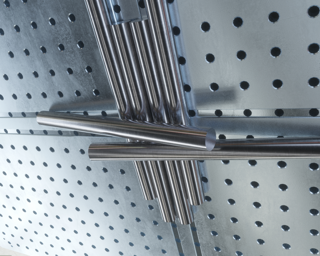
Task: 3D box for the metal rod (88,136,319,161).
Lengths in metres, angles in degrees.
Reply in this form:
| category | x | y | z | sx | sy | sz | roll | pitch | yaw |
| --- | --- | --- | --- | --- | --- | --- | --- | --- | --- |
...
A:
| category | x | y | z | sx | sy | sz | roll | pitch | yaw |
| --- | --- | --- | --- | --- | --- | --- | --- | --- | --- |
| metal rod | 0.050 | 0.027 | 0.375 | 0.301 | 0.025 | 0.025 | -2 | 118 | 19 |

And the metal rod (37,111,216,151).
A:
| category | x | y | z | sx | sy | sz | roll | pitch | yaw |
| --- | --- | --- | --- | --- | --- | --- | --- | --- | --- |
| metal rod | -0.067 | -0.002 | 0.416 | 0.300 | 0.025 | 0.025 | 7 | 122 | 35 |

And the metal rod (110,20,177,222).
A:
| category | x | y | z | sx | sy | sz | roll | pitch | yaw |
| --- | --- | --- | --- | --- | --- | --- | --- | --- | --- |
| metal rod | -0.015 | 0.009 | 0.424 | 0.025 | 0.025 | 0.298 | 1 | 119 | 28 |

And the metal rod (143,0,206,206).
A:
| category | x | y | z | sx | sy | sz | roll | pitch | yaw |
| --- | --- | --- | --- | --- | --- | --- | --- | --- | --- |
| metal rod | 0.021 | -0.028 | 0.382 | 0.025 | 0.025 | 0.298 | 1 | 119 | 28 |

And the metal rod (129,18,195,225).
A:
| category | x | y | z | sx | sy | sz | roll | pitch | yaw |
| --- | --- | --- | --- | --- | --- | --- | --- | --- | --- |
| metal rod | 0.009 | 0.009 | 0.414 | 0.025 | 0.025 | 0.298 | 1 | 119 | 28 |

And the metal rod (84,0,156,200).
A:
| category | x | y | z | sx | sy | sz | roll | pitch | yaw |
| --- | --- | --- | --- | --- | --- | --- | --- | --- | --- |
| metal rod | -0.045 | -0.027 | 0.418 | 0.025 | 0.025 | 0.298 | 1 | 119 | 28 |
